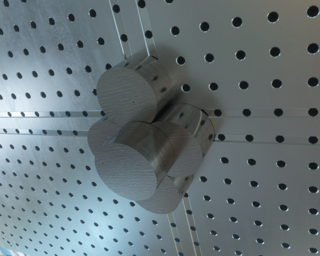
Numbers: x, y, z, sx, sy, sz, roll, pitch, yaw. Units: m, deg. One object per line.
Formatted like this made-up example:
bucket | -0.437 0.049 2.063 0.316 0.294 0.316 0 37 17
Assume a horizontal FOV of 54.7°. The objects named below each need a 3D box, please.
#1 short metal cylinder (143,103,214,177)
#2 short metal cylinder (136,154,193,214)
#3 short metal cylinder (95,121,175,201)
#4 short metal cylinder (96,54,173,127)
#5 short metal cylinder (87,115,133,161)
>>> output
short metal cylinder | 0.023 0.015 0.392 0.080 0.050 0.079 13 124 21
short metal cylinder | 0.000 0.075 0.441 0.080 0.050 0.079 12 122 21
short metal cylinder | -0.029 0.039 0.369 0.080 0.050 0.079 13 124 21
short metal cylinder | -0.030 -0.045 0.383 0.080 0.050 0.079 13 124 20
short metal cylinder | -0.053 0.014 0.432 0.080 0.050 0.079 13 124 21
